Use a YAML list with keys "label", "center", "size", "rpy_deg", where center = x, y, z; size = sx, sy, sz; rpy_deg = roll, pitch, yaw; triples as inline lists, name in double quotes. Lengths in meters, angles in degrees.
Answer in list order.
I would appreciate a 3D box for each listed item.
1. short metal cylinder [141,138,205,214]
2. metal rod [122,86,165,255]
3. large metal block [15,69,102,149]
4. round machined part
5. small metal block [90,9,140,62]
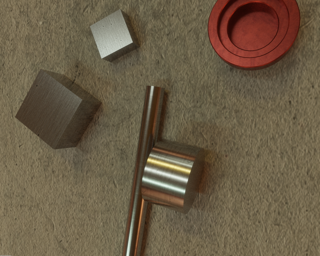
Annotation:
- label: "short metal cylinder"
  center: [0.018, 0.057, 0.373]
  size: [0.050, 0.080, 0.079]
  rpy_deg: [14, 95, 19]
- label: "metal rod"
  center: [-0.028, 0.093, 0.417]
  size: [0.025, 0.025, 0.298]
  rpy_deg: [9, 93, 19]
- label: "large metal block"
  center: [-0.145, -0.026, 0.445]
  size: [0.080, 0.050, 0.080]
  rpy_deg: [36, 101, 16]
- label: "round machined part"
  center: [0.109, -0.116, 0.361]
  size: [0.098, 0.042, 0.097]
  rpy_deg: [0, 90, 19]
- label: "small metal block"
  center: [-0.062, -0.127, 0.430]
  size: [0.050, 0.025, 0.050]
  rpy_deg: [-23, 83, 18]
